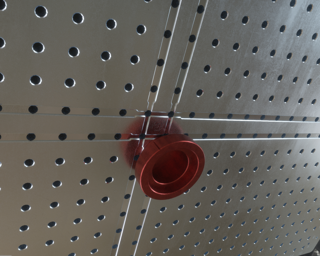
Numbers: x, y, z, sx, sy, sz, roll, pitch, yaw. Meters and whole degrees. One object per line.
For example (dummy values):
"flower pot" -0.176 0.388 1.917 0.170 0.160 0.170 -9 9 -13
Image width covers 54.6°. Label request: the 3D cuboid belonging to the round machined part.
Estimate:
"round machined part" 0.010 0.049 0.436 0.099 0.042 0.097 -14 124 -21
